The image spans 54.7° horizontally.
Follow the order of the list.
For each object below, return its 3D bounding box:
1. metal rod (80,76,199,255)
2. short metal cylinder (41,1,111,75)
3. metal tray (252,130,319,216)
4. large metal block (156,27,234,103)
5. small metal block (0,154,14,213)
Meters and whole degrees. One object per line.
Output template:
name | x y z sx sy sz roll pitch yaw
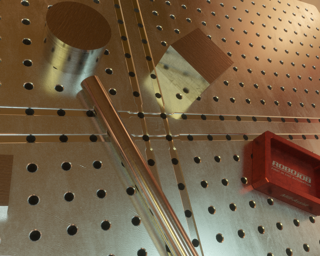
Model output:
metal rod | -0.016 0.065 0.360 0.025 0.025 0.299 -20 73 -36
short metal cylinder | -0.110 -0.117 0.405 0.081 0.050 0.080 14 56 -21
metal tray | 0.204 0.069 0.475 0.131 0.030 0.090 24 53 -14
large metal block | 0.055 -0.099 0.485 0.080 0.050 0.080 45 51 3
small metal block | -0.167 0.051 0.287 0.050 0.025 0.050 6 59 -25
